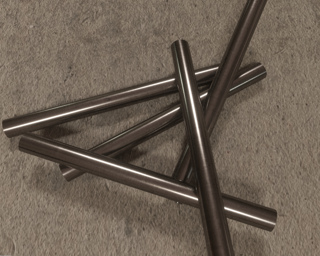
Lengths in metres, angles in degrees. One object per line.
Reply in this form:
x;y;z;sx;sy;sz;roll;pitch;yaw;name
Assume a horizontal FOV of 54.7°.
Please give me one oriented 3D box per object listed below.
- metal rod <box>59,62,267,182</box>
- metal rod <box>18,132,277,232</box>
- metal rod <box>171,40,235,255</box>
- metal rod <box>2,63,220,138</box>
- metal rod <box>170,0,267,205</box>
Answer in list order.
0.012;-0.013;0.412;0.302;0.025;0.025;-28;73;-10;metal rod
-0.019;0.059;0.357;0.301;0.025;0.025;17;71;6;metal rod
0.045;0.016;0.357;0.025;0.025;0.299;-6;61;-3;metal rod
-0.056;-0.039;0.421;0.302;0.025;0.025;-16;71;-6;metal rod
0.076;-0.047;0.399;0.025;0.025;0.299;23;81;8;metal rod
